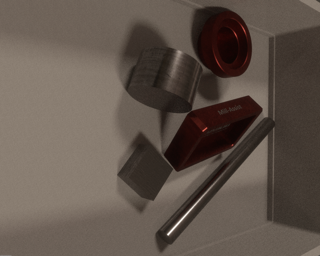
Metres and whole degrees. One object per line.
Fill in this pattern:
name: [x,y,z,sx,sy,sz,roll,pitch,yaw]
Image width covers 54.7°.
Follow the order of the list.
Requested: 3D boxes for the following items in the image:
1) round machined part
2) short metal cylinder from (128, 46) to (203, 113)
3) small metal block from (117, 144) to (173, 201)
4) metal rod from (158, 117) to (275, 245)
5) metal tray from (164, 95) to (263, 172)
round machined part: [0.096,-0.126,0.478,0.099,0.042,0.097,0,90,-40]
short metal cylinder: [0.007,-0.056,0.378,0.080,0.080,0.050,27,73,-37]
small metal block: [-0.018,0.056,0.394,0.050,0.025,0.050,50,61,-29]
metal rod: [0.106,0.068,0.497,0.302,0.025,0.025,-38,114,-33]
metal tray: [0.076,0.006,0.433,0.131,0.089,0.030,-16,57,-39]
